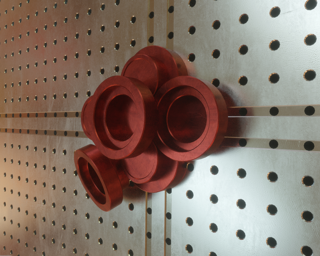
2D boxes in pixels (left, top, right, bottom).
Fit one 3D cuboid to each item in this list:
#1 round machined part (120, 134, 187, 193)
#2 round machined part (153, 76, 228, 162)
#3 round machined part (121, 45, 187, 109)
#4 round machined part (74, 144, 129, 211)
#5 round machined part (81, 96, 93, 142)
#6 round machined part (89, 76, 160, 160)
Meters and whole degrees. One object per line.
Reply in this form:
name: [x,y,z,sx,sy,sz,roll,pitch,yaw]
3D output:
round machined part: [-0.015,0.037,0.412,0.098,0.042,0.097,0,90,40]
round machined part: [0.037,-0.011,0.368,0.098,0.042,0.097,0,90,40]
round machined part: [-0.015,-0.061,0.412,0.098,0.042,0.097,0,90,40]
round machined part: [-0.081,0.067,0.450,0.098,0.042,0.097,34,137,38]
round machined part: [-0.082,-0.015,0.467,0.098,0.042,0.097,0,90,40]
round machined part: [-0.040,-0.012,0.376,0.098,0.042,0.097,0,90,40]
